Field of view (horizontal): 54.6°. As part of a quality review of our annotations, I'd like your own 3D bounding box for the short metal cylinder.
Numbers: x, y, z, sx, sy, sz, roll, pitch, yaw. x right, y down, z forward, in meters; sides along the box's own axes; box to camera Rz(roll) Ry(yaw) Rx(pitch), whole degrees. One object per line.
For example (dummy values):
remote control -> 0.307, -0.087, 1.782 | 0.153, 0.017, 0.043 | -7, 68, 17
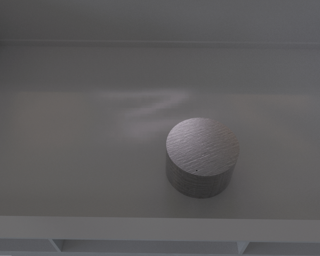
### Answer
short metal cylinder -> 0.047, 0.034, 0.360 | 0.080, 0.050, 0.080 | 0, 50, 0
